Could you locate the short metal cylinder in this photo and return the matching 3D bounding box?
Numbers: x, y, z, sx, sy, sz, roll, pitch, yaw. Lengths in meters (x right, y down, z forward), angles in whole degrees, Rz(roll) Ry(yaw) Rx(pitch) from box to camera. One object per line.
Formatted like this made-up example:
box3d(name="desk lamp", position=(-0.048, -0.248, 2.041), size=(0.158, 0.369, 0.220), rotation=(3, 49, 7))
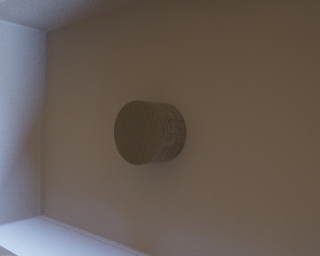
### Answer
box3d(name="short metal cylinder", position=(-0.013, 0.006, 0.400), size=(0.080, 0.050, 0.079), rotation=(0, 90, 39))
